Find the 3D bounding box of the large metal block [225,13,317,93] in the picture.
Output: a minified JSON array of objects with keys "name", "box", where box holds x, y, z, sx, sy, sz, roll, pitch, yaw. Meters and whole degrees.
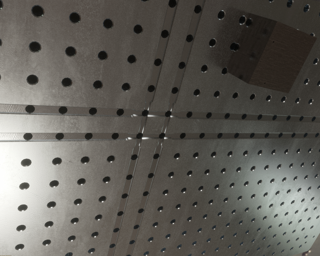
[{"name":"large metal block","box":[0.148,-0.099,0.417,0.081,0.050,0.079,6,115,-32]}]
